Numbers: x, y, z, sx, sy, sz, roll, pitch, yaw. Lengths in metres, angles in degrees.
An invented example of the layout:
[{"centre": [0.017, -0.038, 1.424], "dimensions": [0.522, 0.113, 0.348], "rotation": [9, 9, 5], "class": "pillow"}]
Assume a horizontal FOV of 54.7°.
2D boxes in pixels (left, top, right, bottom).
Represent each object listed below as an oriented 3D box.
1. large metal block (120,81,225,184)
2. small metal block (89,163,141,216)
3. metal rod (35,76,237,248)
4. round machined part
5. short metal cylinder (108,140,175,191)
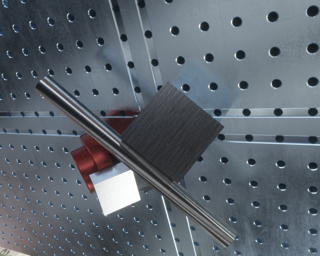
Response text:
[{"centre": [0.013, 0.006, 0.359], "dimensions": [0.080, 0.050, 0.080], "rotation": [39, 86, 1], "class": "large metal block"}, {"centre": [-0.058, 0.077, 0.401], "dimensions": [0.025, 0.050, 0.050], "rotation": [40, 146, 57], "class": "small metal block"}, {"centre": [-0.030, 0.041, 0.382], "dimensions": [0.300, 0.025, 0.025], "rotation": [40, 129, 1], "class": "metal rod"}, {"centre": [-0.095, 0.056, 0.447], "dimensions": [0.098, 0.042, 0.098], "rotation": [54, 160, 30], "class": "round machined part"}, {"centre": [-0.025, 0.040, 0.428], "dimensions": [0.080, 0.050, 0.079], "rotation": [13, 124, 21], "class": "short metal cylinder"}]
